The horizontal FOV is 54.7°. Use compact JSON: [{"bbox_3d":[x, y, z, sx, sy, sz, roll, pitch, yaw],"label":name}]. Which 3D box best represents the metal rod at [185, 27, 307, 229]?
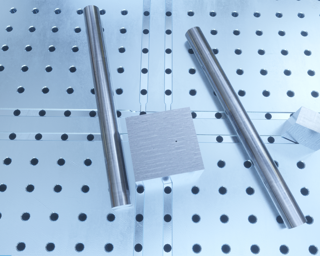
[{"bbox_3d":[0.107,-0.014,0.417,0.025,0.025,0.299,-21,72,-8],"label":"metal rod"}]

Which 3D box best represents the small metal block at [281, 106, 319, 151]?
[{"bbox_3d":[0.193,0.002,0.400,0.050,0.050,0.025,25,72,8],"label":"small metal block"}]

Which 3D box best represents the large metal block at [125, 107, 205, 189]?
[{"bbox_3d":[0.004,0.026,0.389,0.081,0.050,0.080,-10,70,-4],"label":"large metal block"}]

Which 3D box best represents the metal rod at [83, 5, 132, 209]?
[{"bbox_3d":[-0.076,-0.042,0.426,0.025,0.025,0.299,-11,70,-4],"label":"metal rod"}]
